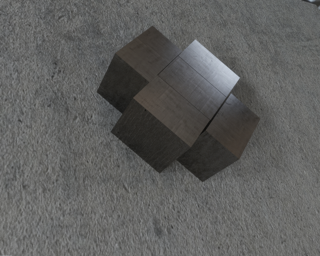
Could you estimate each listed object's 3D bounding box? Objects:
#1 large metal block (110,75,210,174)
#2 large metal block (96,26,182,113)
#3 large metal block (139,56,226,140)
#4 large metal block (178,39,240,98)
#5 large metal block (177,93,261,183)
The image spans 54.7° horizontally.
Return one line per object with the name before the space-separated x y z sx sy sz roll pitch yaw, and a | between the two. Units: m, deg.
large metal block | -0.002 -0.002 0.372 0.080 0.080 0.050 41 51 -1
large metal block | -0.028 -0.072 0.401 0.050 0.080 0.080 41 51 -1
large metal block | 0.024 -0.031 0.404 0.080 0.080 0.050 41 51 -1
large metal block | 0.049 -0.061 0.436 0.080 0.080 0.050 41 51 -1
large metal block | 0.073 0.014 0.404 0.050 0.080 0.080 41 51 -1
